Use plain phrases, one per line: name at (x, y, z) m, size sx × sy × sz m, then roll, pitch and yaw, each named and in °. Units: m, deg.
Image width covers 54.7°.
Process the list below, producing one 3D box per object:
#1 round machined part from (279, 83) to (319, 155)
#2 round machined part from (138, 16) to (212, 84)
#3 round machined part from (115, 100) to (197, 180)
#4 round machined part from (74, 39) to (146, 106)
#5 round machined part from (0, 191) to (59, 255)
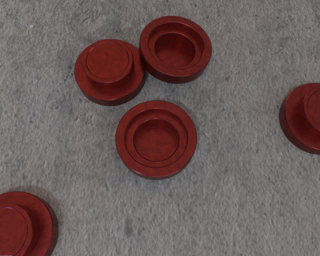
round machined part at (0.214, -0.017, 0.408) m, size 0.099 × 0.042 × 0.098 m, roll 0°, pitch 70°, yaw -1°
round machined part at (0.019, -0.104, 0.433) m, size 0.099 × 0.042 × 0.098 m, roll 3°, pitch 68°, yaw -7°
round machined part at (-0.005, 0.018, 0.393) m, size 0.099 × 0.042 × 0.098 m, roll 0°, pitch 70°, yaw -1°
round machined part at (-0.069, -0.083, 0.429) m, size 0.099 × 0.042 × 0.098 m, roll 0°, pitch 70°, yaw 0°
round machined part at (-0.172, 0.121, 0.353) m, size 0.099 × 0.042 × 0.098 m, roll 0°, pitch 70°, yaw -1°
